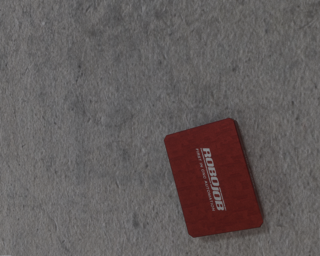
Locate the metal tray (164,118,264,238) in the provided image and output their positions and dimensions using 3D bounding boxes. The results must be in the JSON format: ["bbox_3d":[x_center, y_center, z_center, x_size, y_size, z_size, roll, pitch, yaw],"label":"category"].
[{"bbox_3d":[0.066,0.061,0.383,0.090,0.030,0.129,-16,85,19],"label":"metal tray"}]
